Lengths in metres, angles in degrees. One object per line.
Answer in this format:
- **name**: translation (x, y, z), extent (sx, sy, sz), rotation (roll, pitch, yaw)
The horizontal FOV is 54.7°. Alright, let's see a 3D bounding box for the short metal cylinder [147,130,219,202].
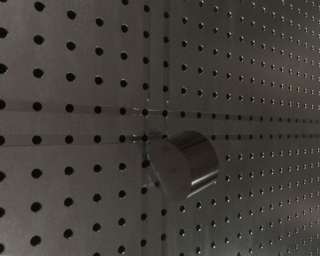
- **short metal cylinder**: translation (0.028, 0.047, 0.399), extent (0.050, 0.080, 0.079), rotation (-18, 102, -39)
